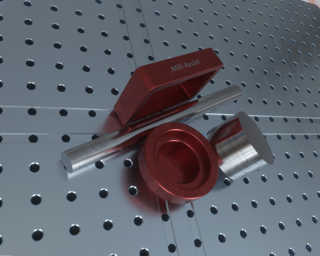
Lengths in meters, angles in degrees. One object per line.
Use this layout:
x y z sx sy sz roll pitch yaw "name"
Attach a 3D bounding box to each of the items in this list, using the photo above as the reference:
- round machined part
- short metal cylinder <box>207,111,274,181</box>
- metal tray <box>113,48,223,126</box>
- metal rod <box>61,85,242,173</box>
0.019 0.045 0.380 0.099 0.042 0.098 13 56 -21 "round machined part"
0.108 0.024 0.416 0.080 0.050 0.080 38 32 -29 "short metal cylinder"
0.012 -0.054 0.405 0.131 0.090 0.030 -24 75 -36 "metal tray"
0.012 -0.011 0.421 0.302 0.025 0.025 -23 74 -36 "metal rod"
